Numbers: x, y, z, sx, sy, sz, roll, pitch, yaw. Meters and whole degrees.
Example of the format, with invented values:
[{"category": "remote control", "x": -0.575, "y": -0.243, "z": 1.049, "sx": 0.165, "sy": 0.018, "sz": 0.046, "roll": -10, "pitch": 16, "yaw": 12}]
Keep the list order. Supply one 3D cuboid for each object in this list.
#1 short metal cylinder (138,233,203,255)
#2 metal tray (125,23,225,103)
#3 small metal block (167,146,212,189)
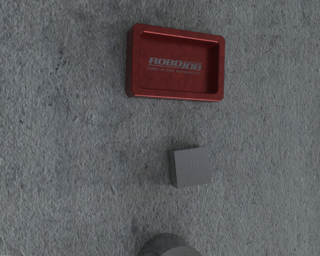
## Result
[{"category": "short metal cylinder", "x": 0.015, "y": 0.184, "z": 0.402, "sx": 0.081, "sy": 0.050, "sz": 0.080, "roll": 0, "pitch": 90, "yaw": -20}, {"category": "metal tray", "x": 0.022, "y": -0.083, "z": 0.414, "sx": 0.131, "sy": 0.030, "sz": 0.089, "roll": 2, "pitch": 90, "yaw": -20}, {"category": "small metal block", "x": 0.040, "y": 0.052, "z": 0.424, "sx": 0.050, "sy": 0.025, "sz": 0.050, "roll": -6, "pitch": 92, "yaw": -20}]
